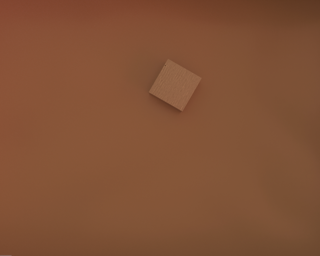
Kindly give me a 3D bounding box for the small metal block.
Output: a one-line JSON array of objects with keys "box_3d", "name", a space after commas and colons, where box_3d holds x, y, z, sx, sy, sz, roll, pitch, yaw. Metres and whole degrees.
[{"box_3d": [0.020, -0.055, 0.412, 0.050, 0.025, 0.050, 30, 90, -1], "name": "small metal block"}]
